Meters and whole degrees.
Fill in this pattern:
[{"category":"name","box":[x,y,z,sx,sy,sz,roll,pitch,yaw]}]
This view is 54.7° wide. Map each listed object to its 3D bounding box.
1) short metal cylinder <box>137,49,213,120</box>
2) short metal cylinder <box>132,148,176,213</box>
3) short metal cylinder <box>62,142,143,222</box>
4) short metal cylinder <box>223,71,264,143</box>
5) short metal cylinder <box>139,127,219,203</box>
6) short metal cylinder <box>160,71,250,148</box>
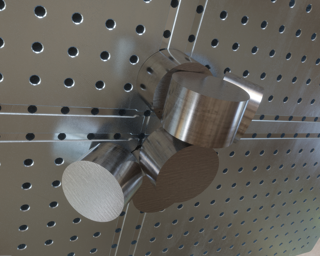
[{"category":"short metal cylinder","box":[0.019,-0.049,0.374,0.081,0.050,0.079,-14,125,-21]},{"category":"short metal cylinder","box":[-0.010,0.071,0.432,0.081,0.050,0.079,-14,125,-21]},{"category":"short metal cylinder","box":[-0.068,0.064,0.371,0.050,0.080,0.079,-46,152,-60]},{"category":"short metal cylinder","box":[0.091,-0.027,0.400,0.050,0.080,0.079,26,109,5]},{"category":"short metal cylinder","box":[0.022,0.041,0.366,0.081,0.050,0.079,-14,124,-21]},{"category":"short metal cylinder","box":[0.045,-0.021,0.321,0.081,0.080,0.050,0,118,-29]}]
